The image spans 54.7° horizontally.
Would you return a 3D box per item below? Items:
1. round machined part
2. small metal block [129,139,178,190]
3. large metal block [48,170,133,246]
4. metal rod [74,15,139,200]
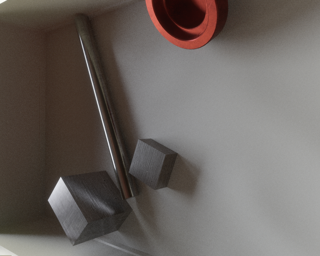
[{"bbox_3d":[0.034,-0.142,0.346,0.098,0.042,0.097,31,146,25],"label":"round machined part"},{"bbox_3d":[-0.010,0.047,0.413,0.050,0.025,0.050,27,107,36],"label":"small metal block"},{"bbox_3d":[-0.101,0.113,0.452,0.080,0.081,0.050,48,119,29],"label":"large metal block"},{"bbox_3d":[-0.085,-0.040,0.474,0.025,0.025,0.299,-28,73,36],"label":"metal rod"}]
